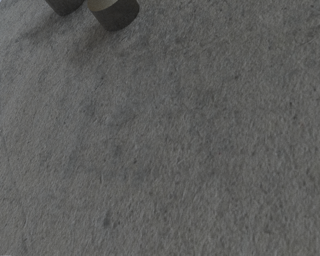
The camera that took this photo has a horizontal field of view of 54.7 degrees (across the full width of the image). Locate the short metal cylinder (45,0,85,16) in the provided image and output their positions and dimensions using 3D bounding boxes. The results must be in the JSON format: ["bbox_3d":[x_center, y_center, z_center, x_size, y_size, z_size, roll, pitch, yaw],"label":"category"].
[{"bbox_3d":[-0.210,-0.292,0.674,0.080,0.050,0.080,-13,56,20],"label":"short metal cylinder"}]

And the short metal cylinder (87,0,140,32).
[{"bbox_3d":[-0.085,-0.225,0.568,0.080,0.050,0.080,-13,56,20],"label":"short metal cylinder"}]
